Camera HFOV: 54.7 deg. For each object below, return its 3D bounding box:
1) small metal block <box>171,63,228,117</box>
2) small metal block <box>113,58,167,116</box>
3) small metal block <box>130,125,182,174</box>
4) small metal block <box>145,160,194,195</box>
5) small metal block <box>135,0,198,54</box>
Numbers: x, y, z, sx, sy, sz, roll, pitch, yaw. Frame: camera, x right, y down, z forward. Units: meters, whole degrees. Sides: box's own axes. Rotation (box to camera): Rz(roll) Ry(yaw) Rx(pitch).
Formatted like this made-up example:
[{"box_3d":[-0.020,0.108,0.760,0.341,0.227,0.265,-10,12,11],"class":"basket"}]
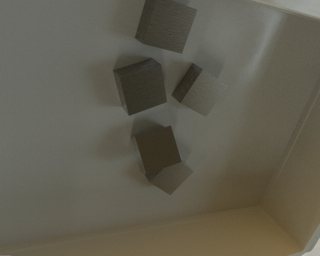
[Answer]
[{"box_3d":[0.052,-0.049,0.407,0.050,0.025,0.050,24,105,-37],"class":"small metal block"},{"box_3d":[-0.023,-0.049,0.366,0.050,0.025,0.050,-21,127,-16],"class":"small metal block"},{"box_3d":[-0.005,0.028,0.408,0.050,0.025,0.050,-17,92,-19],"class":"small metal block"},{"box_3d":[0.013,0.065,0.455,0.050,0.025,0.050,-46,129,4],"class":"small metal block"},{"box_3d":[0.006,-0.114,0.341,0.050,0.025,0.050,6,116,-31],"class":"small metal block"}]
